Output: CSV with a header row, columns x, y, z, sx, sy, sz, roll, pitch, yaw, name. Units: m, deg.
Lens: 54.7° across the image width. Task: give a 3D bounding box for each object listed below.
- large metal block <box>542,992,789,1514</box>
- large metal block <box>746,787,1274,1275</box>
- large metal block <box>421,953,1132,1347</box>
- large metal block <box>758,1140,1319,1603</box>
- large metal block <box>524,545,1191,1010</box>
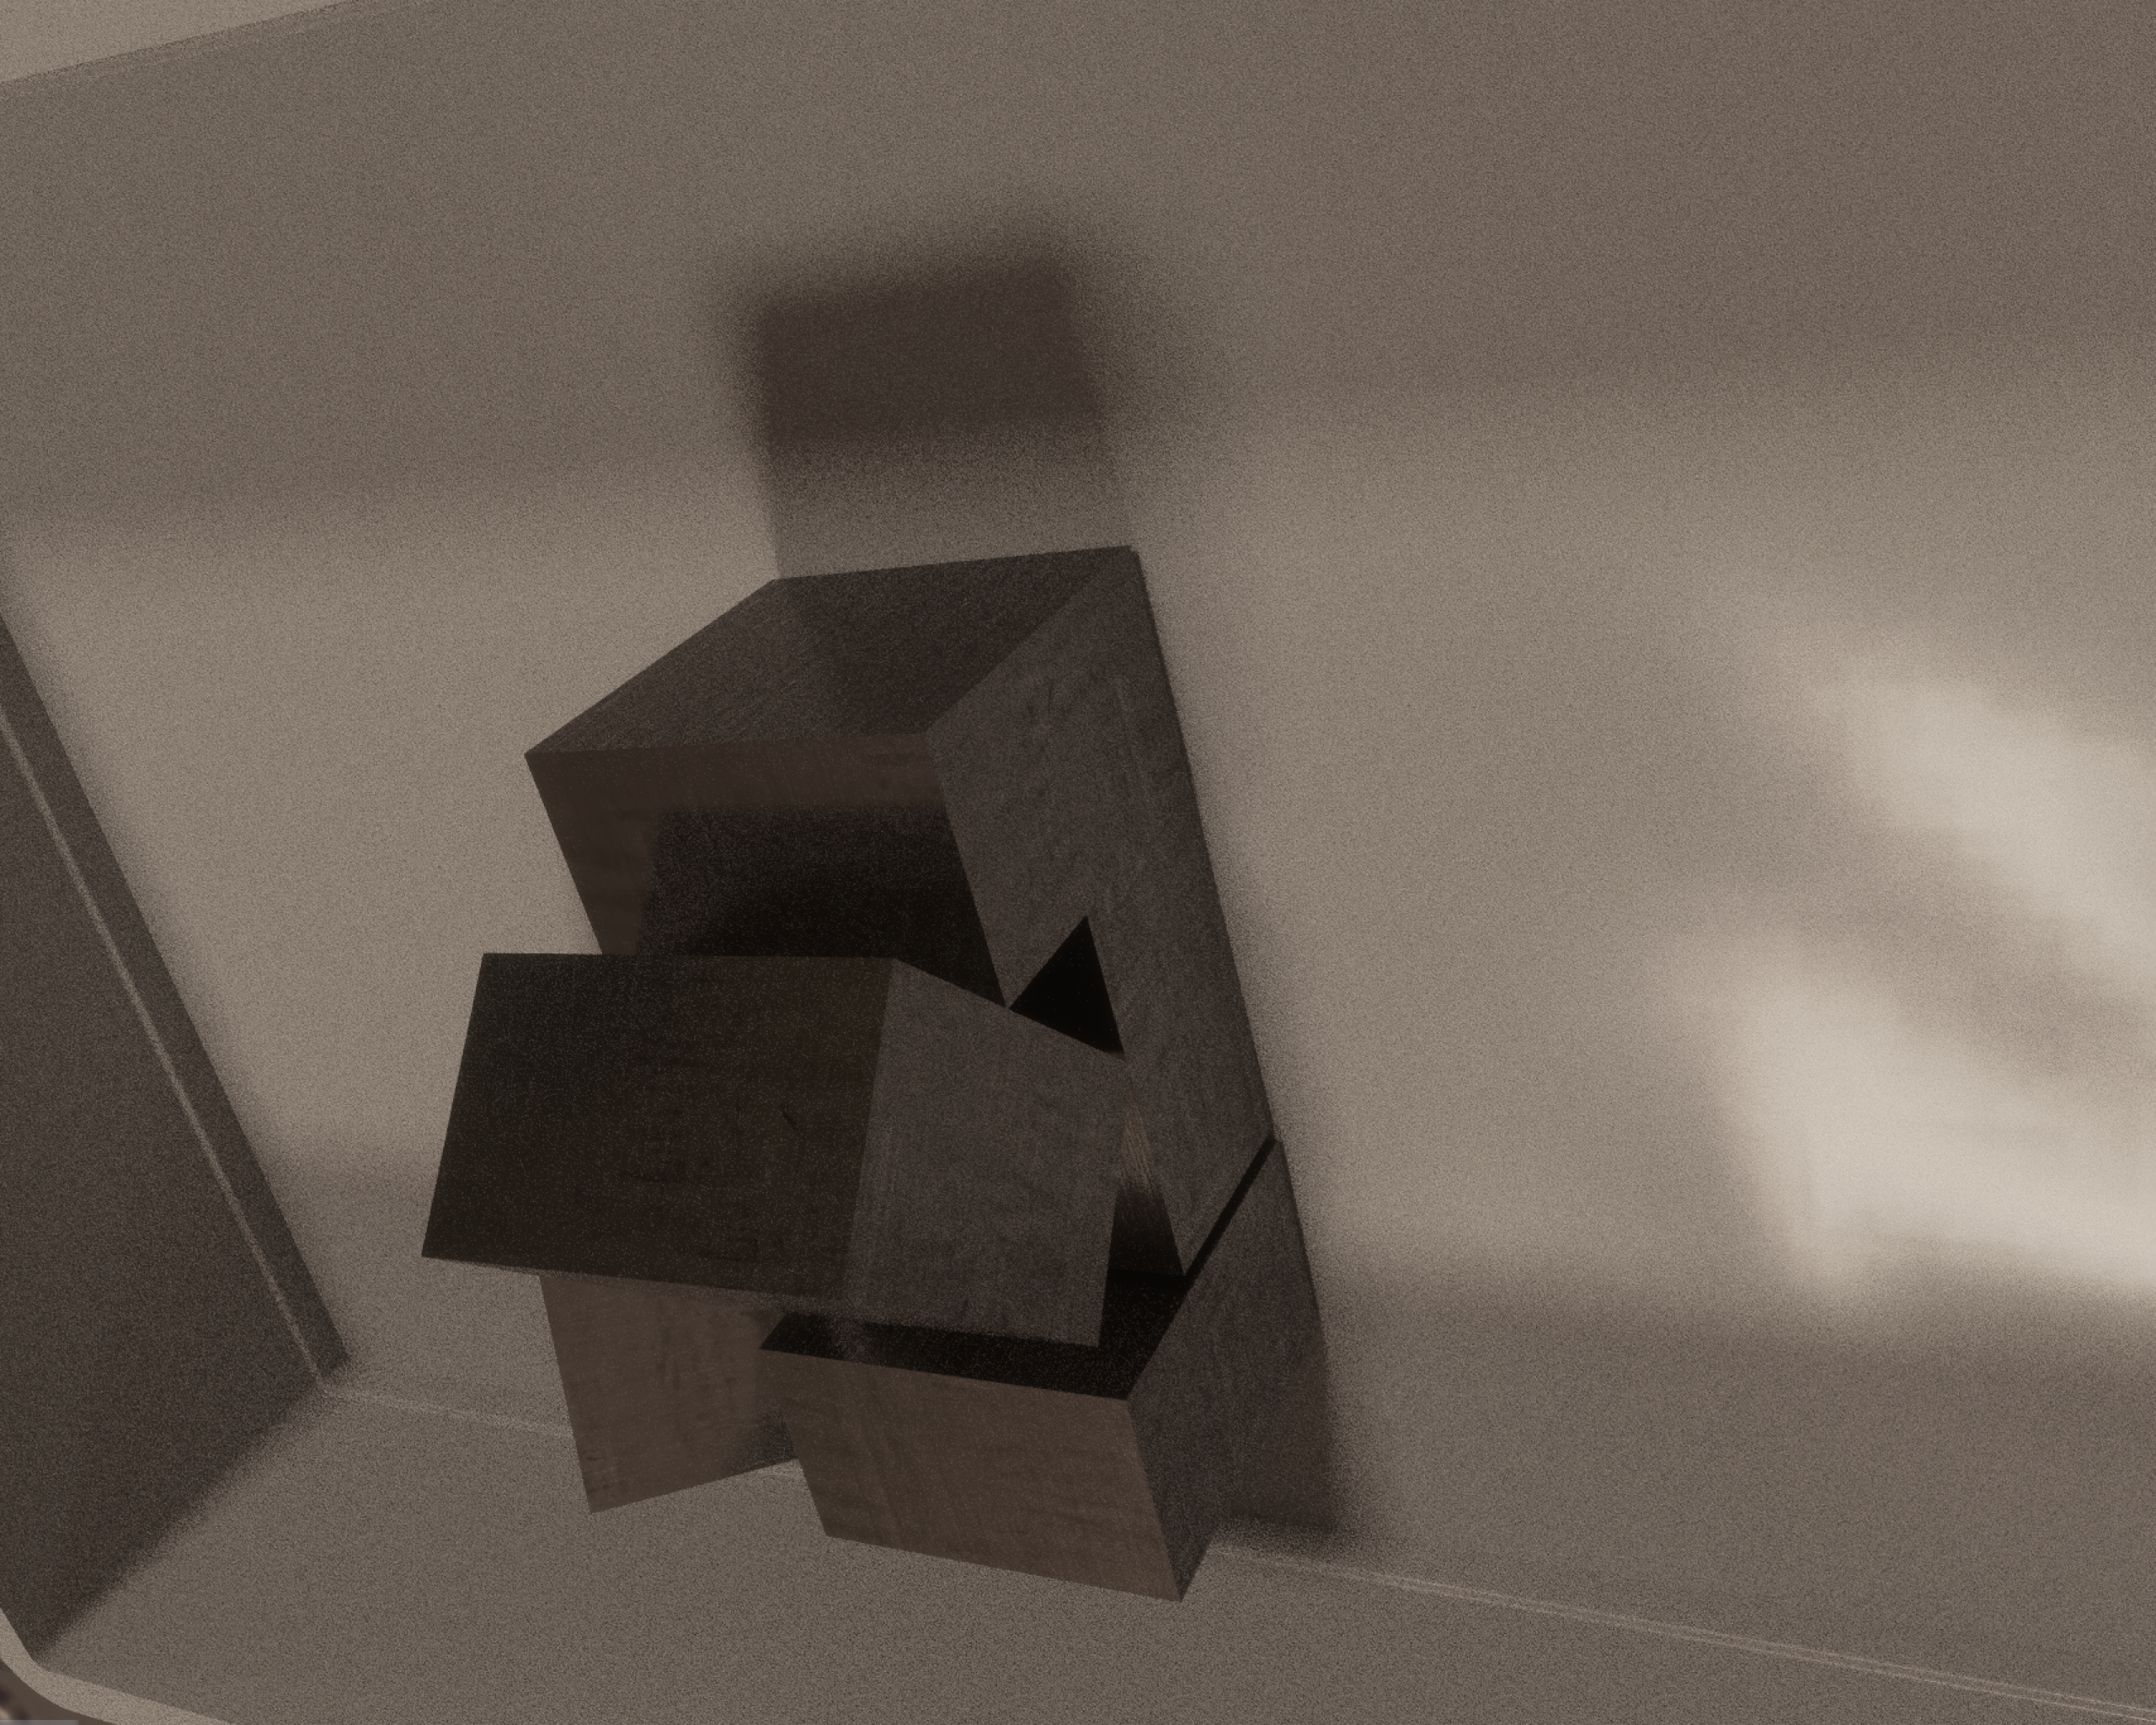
x,y,z,sx,sy,sz,roll,pitch,yaw,name
-0.092,0.079,0.456,0.050,0.080,0.079,-11,123,-15,large metal block
-0.014,0.032,0.419,0.080,0.050,0.080,-1,118,28,large metal block
-0.047,0.049,0.352,0.080,0.080,0.050,-1,73,28,large metal block
-0.005,0.098,0.432,0.080,0.080,0.050,1,119,27,large metal block
-0.036,-0.016,0.378,0.080,0.080,0.050,-1,118,28,large metal block
